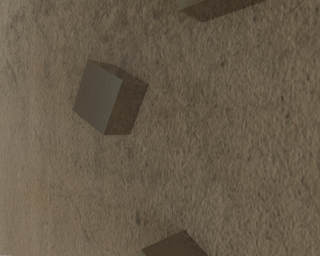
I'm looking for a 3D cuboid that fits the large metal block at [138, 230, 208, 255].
[{"bbox_3d":[0.020,0.173,0.351,0.080,0.081,0.050,41,115,32],"label":"large metal block"}]

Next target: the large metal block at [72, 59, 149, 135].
[{"bbox_3d":[-0.073,-0.044,0.447,0.080,0.050,0.079,34,111,34],"label":"large metal block"}]

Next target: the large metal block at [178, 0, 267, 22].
[{"bbox_3d":[0.065,-0.171,0.334,0.080,0.050,0.080,-6,86,39],"label":"large metal block"}]
